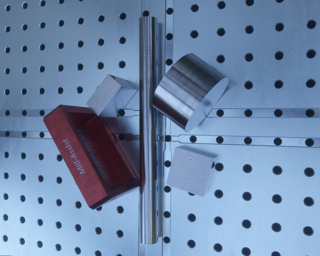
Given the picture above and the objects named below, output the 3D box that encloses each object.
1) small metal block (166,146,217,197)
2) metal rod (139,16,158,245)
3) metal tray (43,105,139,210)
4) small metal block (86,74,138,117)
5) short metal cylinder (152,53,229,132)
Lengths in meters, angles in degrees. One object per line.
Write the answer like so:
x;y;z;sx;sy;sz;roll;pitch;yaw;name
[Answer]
0.041;0.055;0.398;0.050;0.025;0.050;16;95;19;small metal block
-0.015;0.003;0.416;0.025;0.025;0.298;0;90;19;metal rod
-0.086;0.033;0.406;0.030;0.090;0.130;-34;79;17;metal tray
-0.064;-0.042;0.420;0.025;0.050;0.050;43;103;14;small metal block
0.036;-0.041;0.370;0.050;0.080;0.080;39;102;15;short metal cylinder
